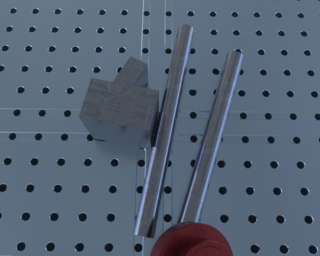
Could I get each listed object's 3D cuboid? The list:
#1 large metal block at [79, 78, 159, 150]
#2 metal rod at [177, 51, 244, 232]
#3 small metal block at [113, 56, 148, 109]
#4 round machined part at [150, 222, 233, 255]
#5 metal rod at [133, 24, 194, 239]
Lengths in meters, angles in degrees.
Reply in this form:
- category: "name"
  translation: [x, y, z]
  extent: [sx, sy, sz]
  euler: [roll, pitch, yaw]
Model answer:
- category: "large metal block"
  translation: [-0.046, -0.014, 0.387]
  extent: [0.080, 0.080, 0.050]
  euler: [11, 71, 3]
- category: "metal rod"
  translation: [0.063, 0.029, 0.401]
  extent: [0.025, 0.025, 0.299]
  euler: [17, 71, 6]
- category: "small metal block"
  translation: [-0.040, -0.060, 0.420]
  extent: [0.025, 0.050, 0.050]
  euler: [28, 72, 9]
- category: "round machined part"
  translation: [0.040, 0.152, 0.327]
  extent: [0.099, 0.042, 0.098]
  euler: [5, 78, -25]
- category: "metal rod"
  translation: [0.010, -0.010, 0.415]
  extent: [0.025, 0.025, 0.299]
  euler: [11, 70, 3]
